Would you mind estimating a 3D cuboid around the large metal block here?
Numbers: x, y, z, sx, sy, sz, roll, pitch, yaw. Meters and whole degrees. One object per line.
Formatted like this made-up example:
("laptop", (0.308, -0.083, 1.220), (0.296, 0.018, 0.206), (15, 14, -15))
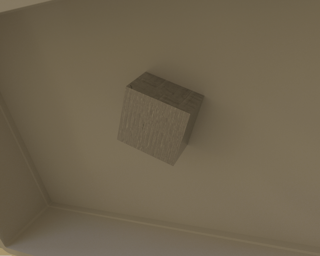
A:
("large metal block", (-0.001, -0.012, 0.384), (0.080, 0.050, 0.079), (24, 127, 13))
